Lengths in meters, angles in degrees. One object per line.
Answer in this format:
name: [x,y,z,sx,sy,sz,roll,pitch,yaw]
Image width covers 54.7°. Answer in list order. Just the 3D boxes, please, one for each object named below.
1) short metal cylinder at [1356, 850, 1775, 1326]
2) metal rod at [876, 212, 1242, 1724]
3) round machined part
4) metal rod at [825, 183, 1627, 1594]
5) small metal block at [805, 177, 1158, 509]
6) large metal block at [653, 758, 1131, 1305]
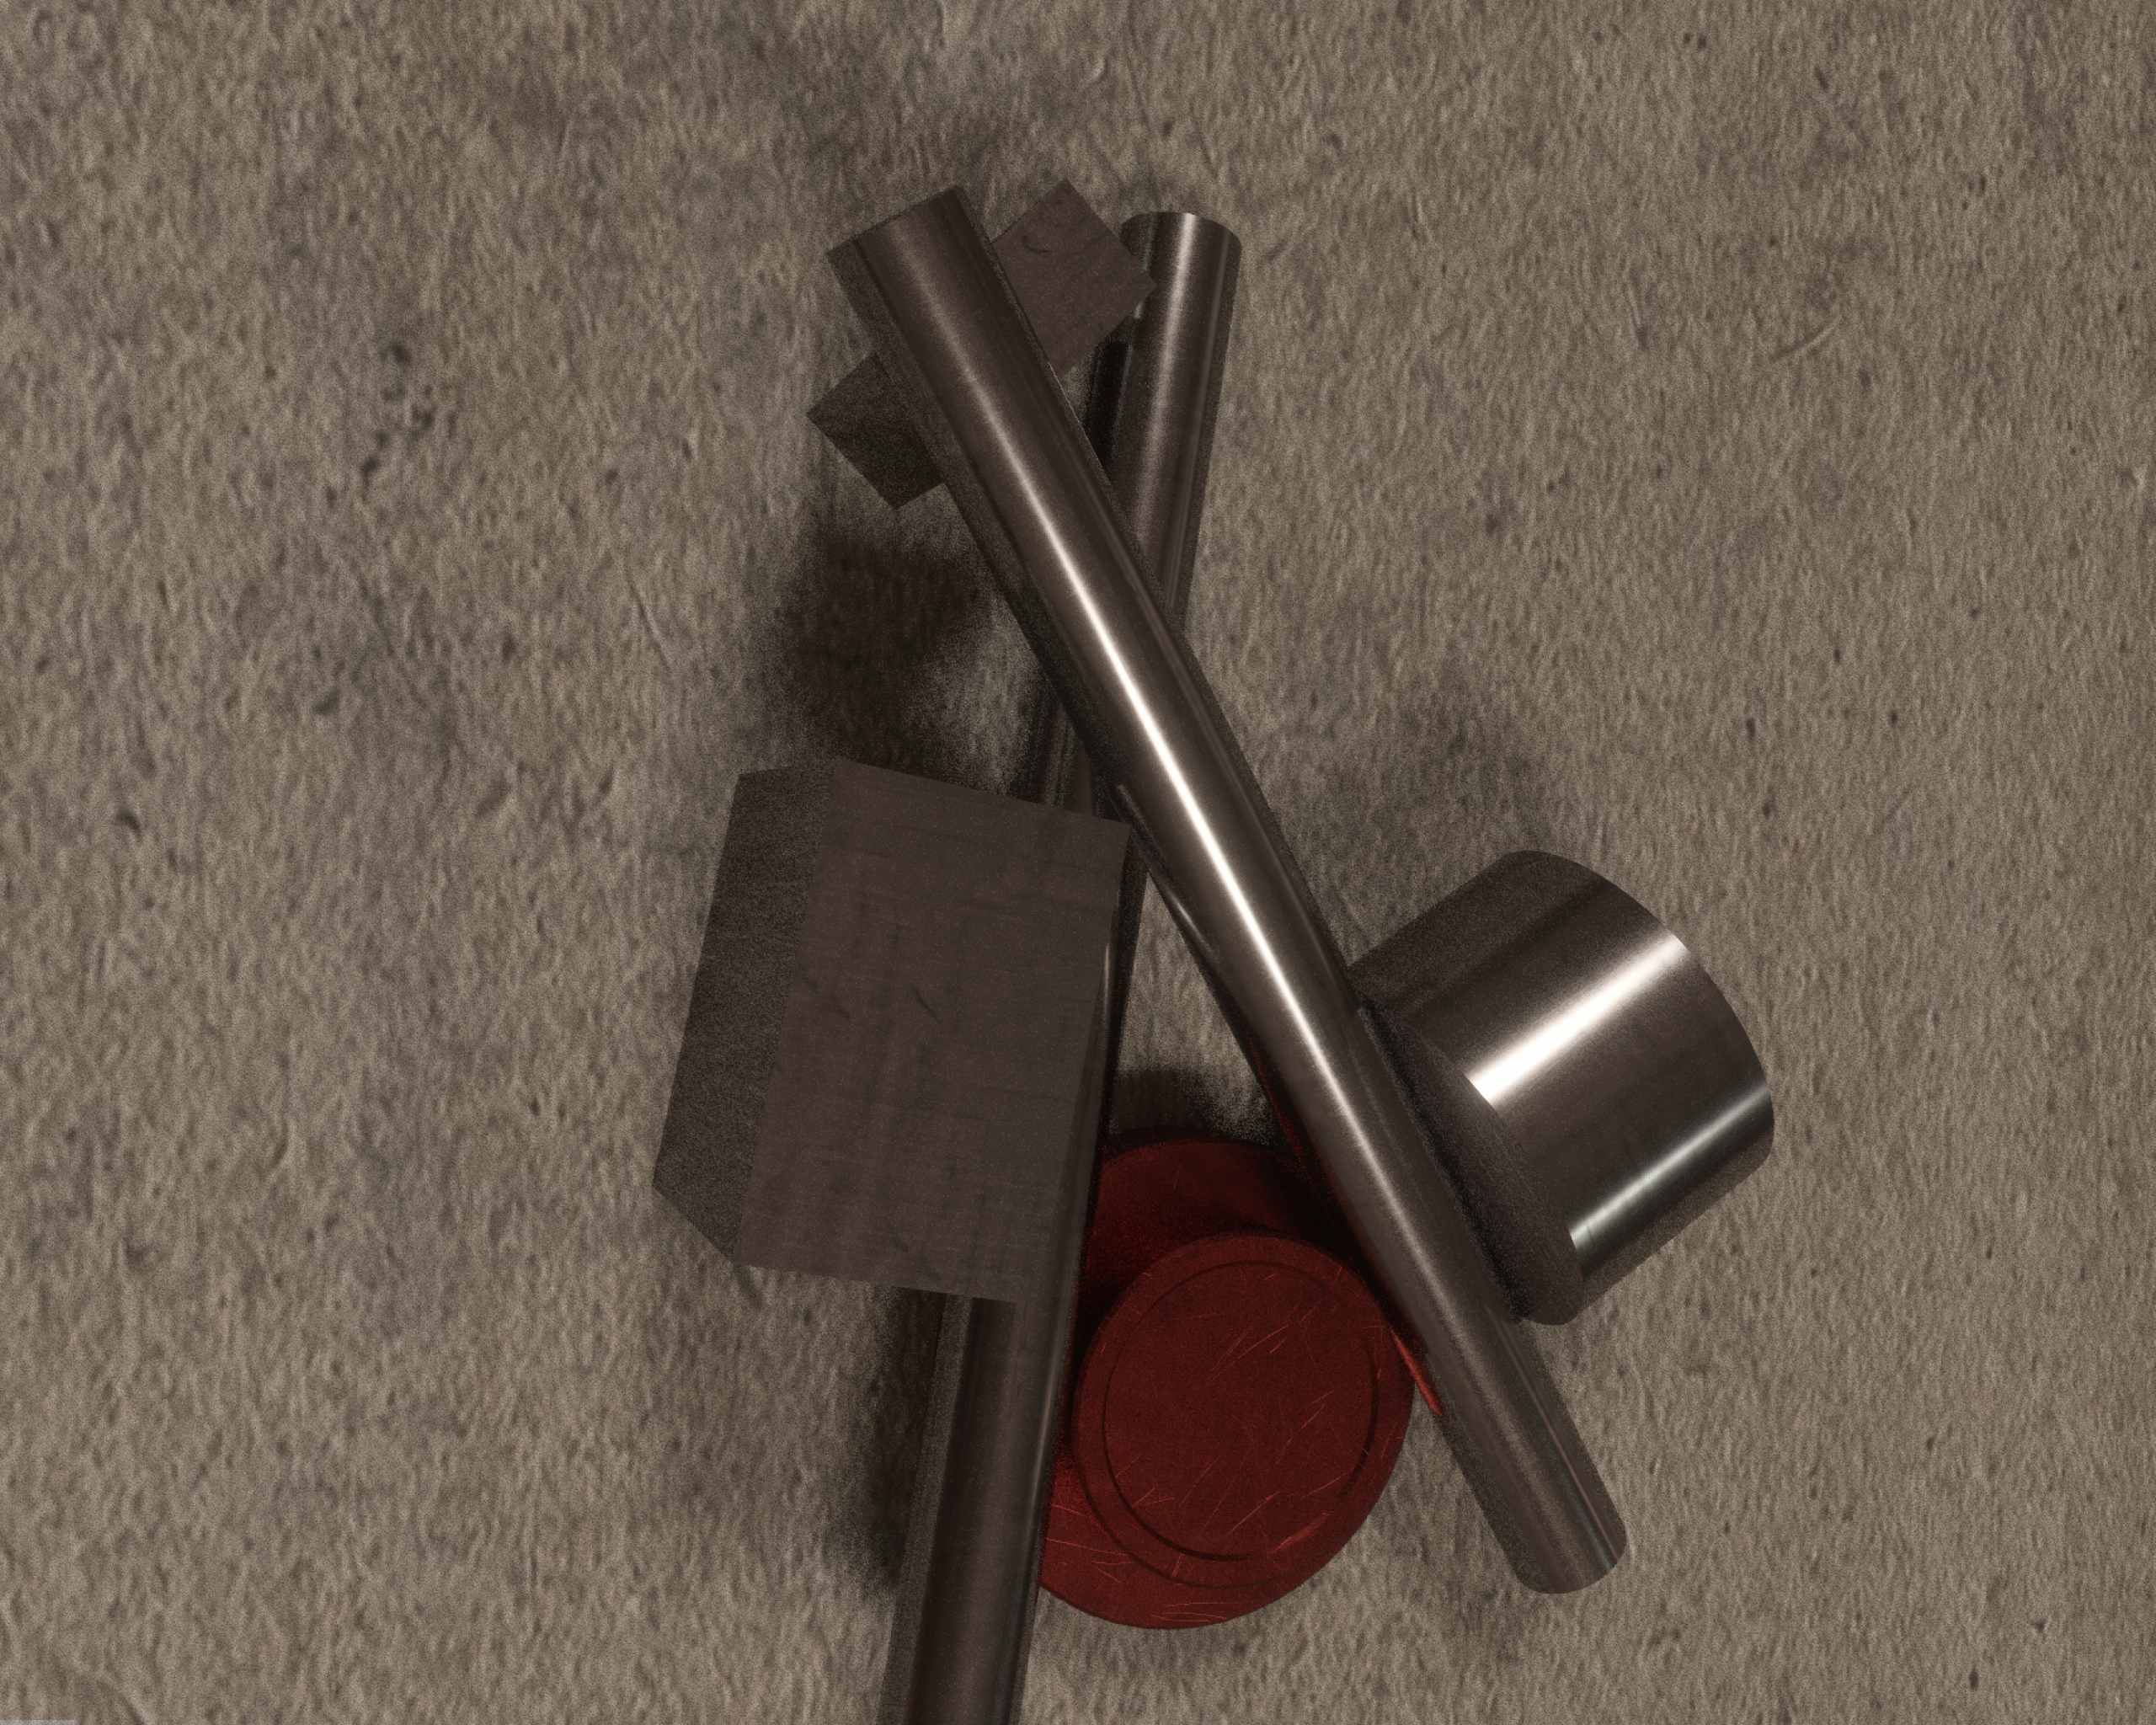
short metal cylinder: [0.090,0.044,0.416,0.050,0.080,0.080,-34,101,-17]
metal rod: [-0.002,0.020,0.394,0.025,0.025,0.299,13,80,-20]
round machined part: [0.024,0.103,0.412,0.099,0.042,0.097,0,90,-21]
metal rod: [0.037,0.020,0.388,0.025,0.025,0.299,-34,110,-17]
small metal block: [-0.019,-0.095,0.390,0.050,0.050,0.025,-47,105,-14]
large metal block: [-0.036,0.027,0.369,0.050,0.080,0.080,13,86,-20]
